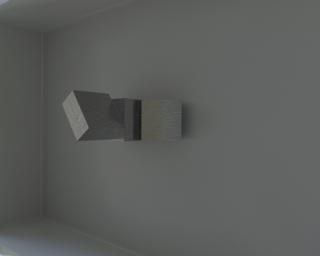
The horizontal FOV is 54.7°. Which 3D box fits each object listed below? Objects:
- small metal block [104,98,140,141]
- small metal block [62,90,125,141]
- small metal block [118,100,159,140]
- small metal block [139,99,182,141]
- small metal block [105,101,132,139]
[{"bbox_3d":[-0.052,-0.010,0.381,0.050,0.025,0.050,1,90,40],"label":"small metal block"},{"bbox_3d":[-0.075,-0.014,0.352,0.025,0.050,0.050,-43,64,32],"label":"small metal block"},{"bbox_3d":[-0.028,-0.010,0.411,0.025,0.050,0.050,1,91,40],"label":"small metal block"},{"bbox_3d":[-0.001,-0.009,0.386,0.025,0.050,0.050,-178,88,-74],"label":"small metal block"},{"bbox_3d":[-0.057,-0.011,0.432,0.025,0.050,0.050,1,91,7],"label":"small metal block"}]
